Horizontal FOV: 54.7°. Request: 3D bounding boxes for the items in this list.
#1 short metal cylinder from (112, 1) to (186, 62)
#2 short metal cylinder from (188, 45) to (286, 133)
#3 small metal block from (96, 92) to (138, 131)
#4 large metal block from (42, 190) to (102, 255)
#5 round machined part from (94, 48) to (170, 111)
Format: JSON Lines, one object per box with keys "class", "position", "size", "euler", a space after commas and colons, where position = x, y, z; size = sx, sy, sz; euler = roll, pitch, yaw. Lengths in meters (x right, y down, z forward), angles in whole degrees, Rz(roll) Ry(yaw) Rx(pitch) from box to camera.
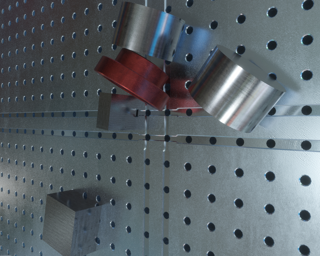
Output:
{"class": "short metal cylinder", "position": [-0.014, -0.118, 0.384], "size": [0.080, 0.081, 0.050], "euler": [27, 107, 36]}
{"class": "short metal cylinder", "position": [0.076, -0.040, 0.310], "size": [0.080, 0.081, 0.050], "euler": [48, 118, 29]}
{"class": "small metal block", "position": [-0.060, -0.023, 0.441], "size": [0.025, 0.050, 0.050], "euler": [11, 97, 39]}
{"class": "large metal block", "position": [-0.146, 0.156, 0.511], "size": [0.080, 0.050, 0.079], "euler": [14, 99, 38]}
{"class": "round machined part", "position": [-0.029, -0.064, 0.388], "size": [0.098, 0.098, 0.042], "euler": [32, 91, 35]}
